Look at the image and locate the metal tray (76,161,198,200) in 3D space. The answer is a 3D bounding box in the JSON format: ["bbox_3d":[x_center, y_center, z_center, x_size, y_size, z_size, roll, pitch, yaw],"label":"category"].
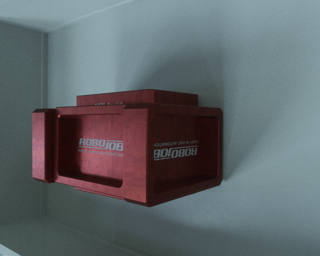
[{"bbox_3d":[-0.030,0.063,0.386,0.130,0.091,0.030,1,90,40],"label":"metal tray"}]

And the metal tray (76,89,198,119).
[{"bbox_3d":[-0.030,-0.026,0.385,0.130,0.091,0.030,1,91,40],"label":"metal tray"}]

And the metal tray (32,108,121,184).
[{"bbox_3d":[-0.104,0.020,0.423,0.030,0.131,0.089,1,91,40],"label":"metal tray"}]

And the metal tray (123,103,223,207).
[{"bbox_3d":[0.020,0.022,0.319,0.030,0.131,0.089,1,91,40],"label":"metal tray"}]

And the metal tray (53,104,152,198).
[{"bbox_3d":[-0.068,0.021,0.340,0.130,0.030,0.089,1,90,40],"label":"metal tray"}]
